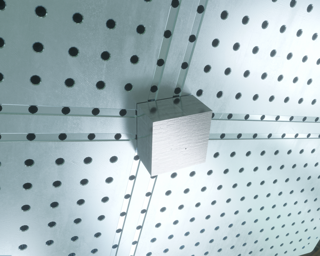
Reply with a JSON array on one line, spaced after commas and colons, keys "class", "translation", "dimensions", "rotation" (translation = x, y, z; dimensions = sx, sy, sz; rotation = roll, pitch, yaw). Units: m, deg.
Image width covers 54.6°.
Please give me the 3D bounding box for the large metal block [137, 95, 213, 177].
[{"class": "large metal block", "translation": [0.017, 0.008, 0.407], "dimensions": [0.081, 0.050, 0.079], "rotation": [-12, 124, -22]}]
